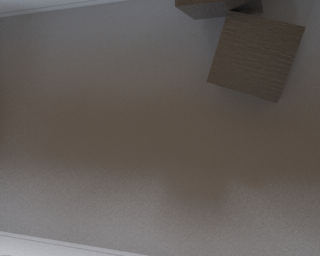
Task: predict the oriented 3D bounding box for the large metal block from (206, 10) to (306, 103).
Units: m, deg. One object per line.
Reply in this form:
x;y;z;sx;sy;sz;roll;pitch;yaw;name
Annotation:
0.108;-0.080;0.352;0.080;0.050;0.079;20;106;18;large metal block

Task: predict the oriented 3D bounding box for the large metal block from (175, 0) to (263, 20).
0.065;-0.150;0.325;0.080;0.080;0.050;1;99;20;large metal block
